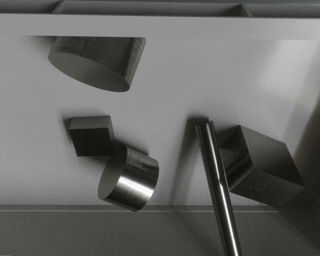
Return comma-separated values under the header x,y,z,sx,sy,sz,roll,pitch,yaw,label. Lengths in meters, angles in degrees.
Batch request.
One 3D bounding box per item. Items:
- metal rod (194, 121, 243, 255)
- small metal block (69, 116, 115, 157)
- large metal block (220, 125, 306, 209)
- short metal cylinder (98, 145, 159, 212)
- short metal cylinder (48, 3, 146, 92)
x,y,z,sx,sy,sz,roll,pitch,yaw,label
0.093,0.137,0.429,0.025,0.025,0.298,-12,98,10,metal rod
-0.089,0.011,0.418,0.050,0.025,0.050,-2,130,1,small metal block
0.135,0.052,0.419,0.080,0.080,0.050,21,127,-17,large metal block
-0.045,0.070,0.432,0.050,0.080,0.080,28,125,-22,short metal cylinder
-0.060,-0.075,0.302,0.080,0.050,0.080,17,168,4,short metal cylinder
